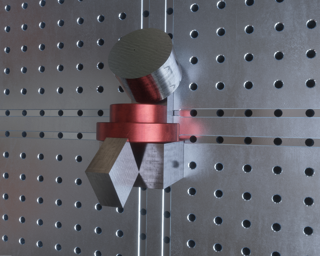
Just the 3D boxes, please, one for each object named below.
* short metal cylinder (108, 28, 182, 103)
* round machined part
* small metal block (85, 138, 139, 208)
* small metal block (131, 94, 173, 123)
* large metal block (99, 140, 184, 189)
[{"bbox_3d":[-0.017,-0.078,0.387,0.080,0.050,0.080,-8,58,14],"label":"short metal cylinder"},{"bbox_3d":[-0.026,-0.007,0.371,0.098,0.098,0.042,1,91,19],"label":"round machined part"},{"bbox_3d":[-0.047,0.045,0.318,0.025,0.050,0.050,1,129,19],"label":"small metal block"},{"bbox_3d":[-0.010,-0.031,0.414,0.050,0.025,0.050,1,90,19],"label":"small metal block"},{"bbox_3d":[-0.020,0.041,0.389,0.080,0.080,0.050,1,91,19],"label":"large metal block"}]
